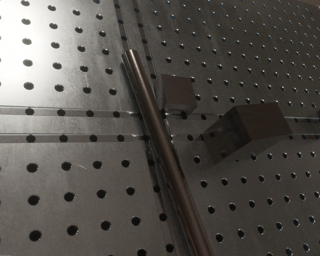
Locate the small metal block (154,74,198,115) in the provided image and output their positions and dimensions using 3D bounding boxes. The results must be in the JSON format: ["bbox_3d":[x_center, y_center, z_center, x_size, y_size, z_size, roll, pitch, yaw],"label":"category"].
[{"bbox_3d":[0.022,-0.048,0.452,0.050,0.025,0.050,4,60,-27],"label":"small metal block"}]

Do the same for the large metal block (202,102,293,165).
[{"bbox_3d":[0.120,0.008,0.435,0.081,0.080,0.050,-7,65,-32],"label":"large metal block"}]

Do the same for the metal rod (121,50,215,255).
[{"bbox_3d":[0.005,0.025,0.396,0.025,0.025,0.299,-7,65,-32],"label":"metal rod"}]
